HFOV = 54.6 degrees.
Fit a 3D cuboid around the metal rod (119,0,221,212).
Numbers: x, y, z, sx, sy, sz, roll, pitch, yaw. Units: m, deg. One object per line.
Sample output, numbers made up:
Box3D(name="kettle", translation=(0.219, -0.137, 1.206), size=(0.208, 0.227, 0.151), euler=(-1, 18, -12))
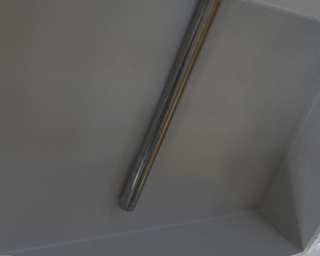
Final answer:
Box3D(name="metal rod", translation=(0.004, -0.017, 0.399), size=(0.025, 0.025, 0.298), euler=(9, 114, -32))
